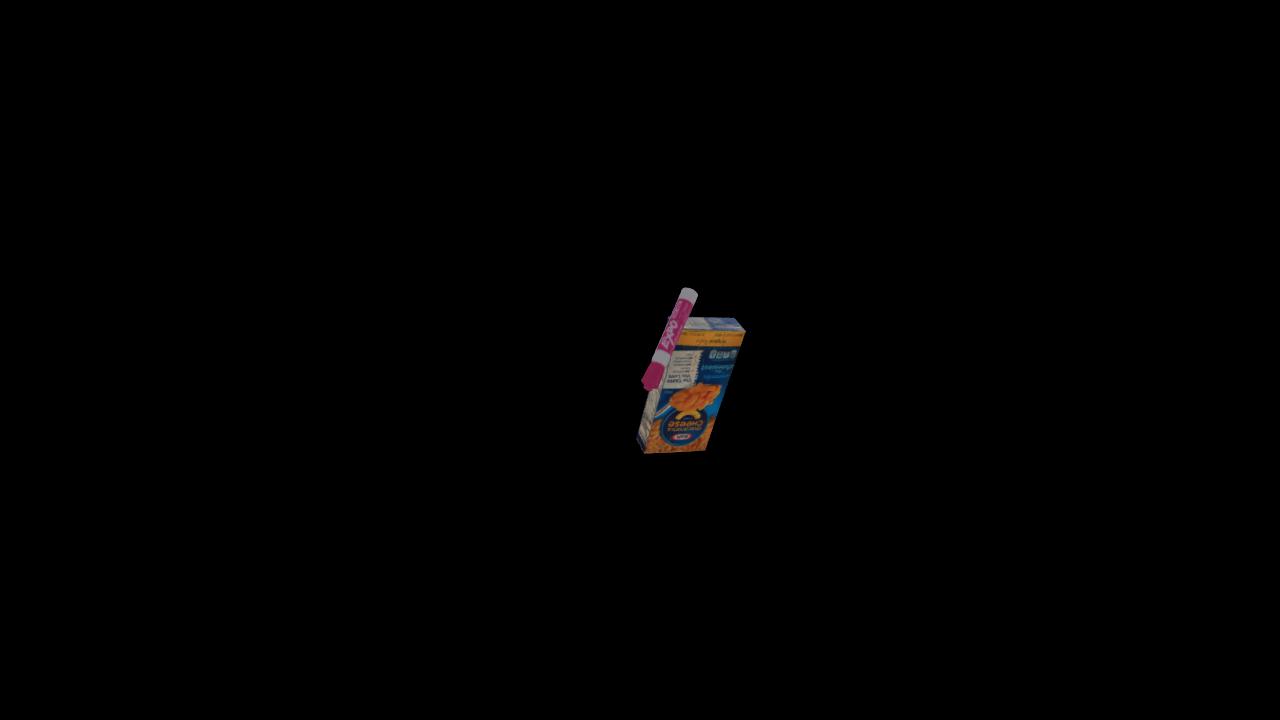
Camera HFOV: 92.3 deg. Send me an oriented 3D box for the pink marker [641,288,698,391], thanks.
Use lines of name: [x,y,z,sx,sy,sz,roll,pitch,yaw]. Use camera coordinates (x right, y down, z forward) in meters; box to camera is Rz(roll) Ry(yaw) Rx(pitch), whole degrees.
pink marker: [0.030,-0.022,0.635,0.020,0.121,0.020,21,-22,9]

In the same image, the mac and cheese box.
mac and cheese box: [0.060,0.034,0.769,0.093,0.184,0.041,-1,32,-23]
